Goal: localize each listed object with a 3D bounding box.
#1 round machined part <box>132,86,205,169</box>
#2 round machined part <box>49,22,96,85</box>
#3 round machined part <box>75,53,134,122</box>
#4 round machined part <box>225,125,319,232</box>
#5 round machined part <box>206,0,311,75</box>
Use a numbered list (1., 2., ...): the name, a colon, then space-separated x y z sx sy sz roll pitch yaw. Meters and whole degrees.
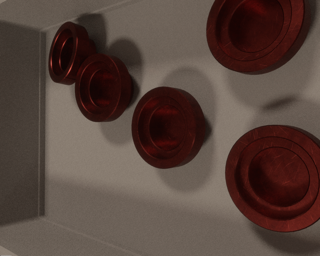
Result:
1. round machined part: 0.014 -0.001 0.382 0.098 0.042 0.097 0 90 39
2. round machined part: -0.139 -0.117 0.500 0.098 0.042 0.097 -10 76 46
3. round machined part: -0.078 -0.058 0.456 0.098 0.042 0.097 2 93 38
4. round machined part: 0.117 0.045 0.298 0.098 0.042 0.097 0 90 39
5. round machined part: 0.100 -0.102 0.312 0.098 0.042 0.097 0 90 39
